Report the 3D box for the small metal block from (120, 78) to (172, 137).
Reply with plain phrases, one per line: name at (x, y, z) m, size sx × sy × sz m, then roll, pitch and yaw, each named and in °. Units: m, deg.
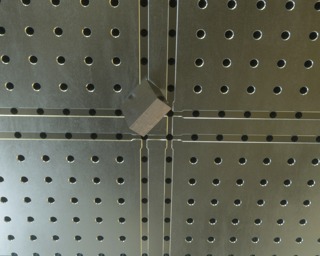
small metal block at (-0.019, -0.026, 0.387) m, size 0.050 × 0.050 × 0.025 m, roll -45°, pitch 128°, yaw 14°
